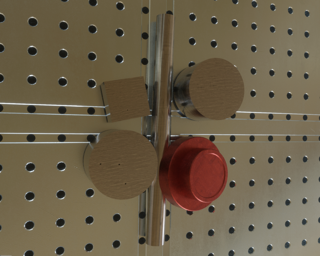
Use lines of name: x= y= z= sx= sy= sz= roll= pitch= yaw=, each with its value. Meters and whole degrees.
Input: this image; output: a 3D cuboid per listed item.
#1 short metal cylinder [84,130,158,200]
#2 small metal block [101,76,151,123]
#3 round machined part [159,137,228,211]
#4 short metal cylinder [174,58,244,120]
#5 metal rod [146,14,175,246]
short metal cylinder: x=-0.049 y=0.042 z=0.377 sx=0.081 sy=0.050 sz=0.079 roll=0 pitch=90 yaw=-20
small metal block: x=-0.044 y=-0.036 z=0.392 sx=0.050 sy=0.025 sz=0.050 roll=-12 pitch=94 yaw=-20
round machined part: x=0.051 y=0.060 z=0.405 sx=0.099 sy=0.042 sz=0.097 roll=0 pitch=89 yaw=-36
short metal cylinder: x=0.065 y=-0.050 z=0.419 sx=0.081 sy=0.050 sz=0.079 roll=0 pitch=90 yaw=-20
metal rod: x=0.001 y=0.002 z=0.409 sx=0.025 sy=0.025 sz=0.298 roll=3 pitch=89 yaw=-20
